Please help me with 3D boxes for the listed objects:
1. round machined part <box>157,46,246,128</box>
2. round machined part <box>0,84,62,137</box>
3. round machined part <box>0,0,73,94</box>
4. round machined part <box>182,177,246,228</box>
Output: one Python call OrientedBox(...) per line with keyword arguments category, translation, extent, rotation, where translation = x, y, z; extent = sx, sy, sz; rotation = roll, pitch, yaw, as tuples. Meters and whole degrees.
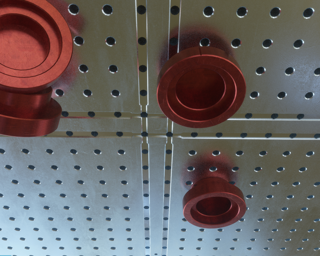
OrientedBox(category="round machined part", translation=(0.046, -0.050, 0.358), extent=(0.099, 0.042, 0.097), rotation=(0, 130, 0))
OrientedBox(category="round machined part", translation=(-0.157, -0.031, 0.339), extent=(0.099, 0.098, 0.042), rotation=(16, 110, -13))
OrientedBox(category="round machined part", translation=(-0.140, -0.081, 0.306), extent=(0.098, 0.098, 0.042), rotation=(28, 160, -22))
OrientedBox(category="round machined part", translation=(0.085, 0.117, 0.501), extent=(0.099, 0.042, 0.097), rotation=(0, 130, 0))
